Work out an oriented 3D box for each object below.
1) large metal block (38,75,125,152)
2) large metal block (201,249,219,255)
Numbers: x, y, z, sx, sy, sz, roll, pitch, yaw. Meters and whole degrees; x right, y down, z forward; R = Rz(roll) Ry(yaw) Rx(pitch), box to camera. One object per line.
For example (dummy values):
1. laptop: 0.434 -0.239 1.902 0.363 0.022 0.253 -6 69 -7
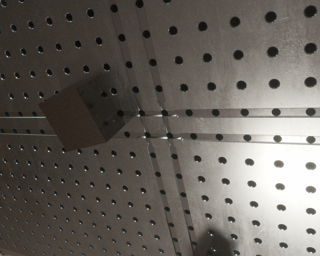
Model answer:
1. large metal block: -0.110 -0.019 0.439 0.080 0.050 0.080 -14 112 33
2. large metal block: 0.068 0.257 0.498 0.050 0.080 0.079 34 129 5
